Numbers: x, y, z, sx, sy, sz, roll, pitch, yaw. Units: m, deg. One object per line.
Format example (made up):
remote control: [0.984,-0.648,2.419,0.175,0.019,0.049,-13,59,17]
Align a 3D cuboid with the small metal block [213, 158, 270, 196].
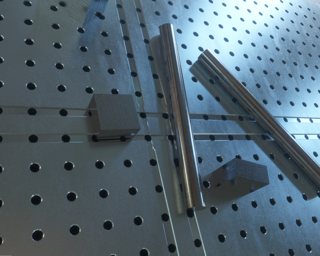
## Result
small metal block: [0.106,0.066,0.409,0.050,0.050,0.025,16,56,-20]

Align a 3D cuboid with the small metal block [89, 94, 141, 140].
small metal block: [-0.057,-0.015,0.386,0.050,0.025,0.050,-2,63,-29]

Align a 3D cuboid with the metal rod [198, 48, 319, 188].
metal rod: [0.173,-0.015,0.509,0.300,0.025,0.025,48,51,5]

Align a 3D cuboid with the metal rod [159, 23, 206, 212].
metal rod: [0.027,-0.034,0.442,0.025,0.025,0.299,7,58,-25]

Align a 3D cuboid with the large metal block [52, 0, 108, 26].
large metal block: [-0.115,-0.209,0.438,0.080,0.080,0.050,40,51,-1]
